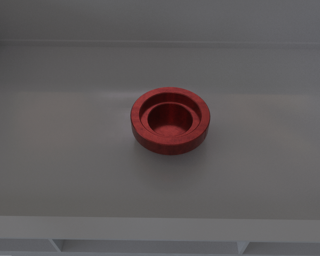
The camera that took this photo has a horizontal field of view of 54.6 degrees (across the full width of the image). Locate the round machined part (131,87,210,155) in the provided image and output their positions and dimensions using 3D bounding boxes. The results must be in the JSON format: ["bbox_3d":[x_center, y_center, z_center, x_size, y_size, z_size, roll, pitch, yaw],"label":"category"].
[{"bbox_3d":[0.013,-0.004,0.398,0.099,0.042,0.098,0,50,0],"label":"round machined part"}]
